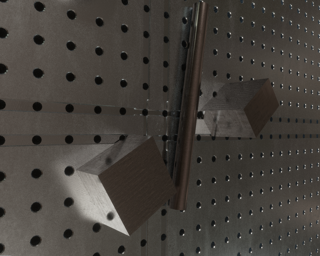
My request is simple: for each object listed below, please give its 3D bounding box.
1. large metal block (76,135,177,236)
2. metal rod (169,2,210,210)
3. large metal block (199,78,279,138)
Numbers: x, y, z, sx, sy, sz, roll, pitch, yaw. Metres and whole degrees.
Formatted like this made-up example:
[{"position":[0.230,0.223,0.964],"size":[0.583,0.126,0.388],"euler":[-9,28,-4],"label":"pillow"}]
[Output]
[{"position":[-0.037,0.063,0.364],"size":[0.081,0.050,0.080],"euler":[-36,112,-34],"label":"large metal block"},{"position":[0.043,-0.035,0.447],"size":[0.025,0.025,0.298],"euler":[12,82,-40],"label":"metal rod"},{"position":[0.123,-0.030,0.479],"size":[0.080,0.080,0.050],"euler":[-45,118,-31],"label":"large metal block"}]
